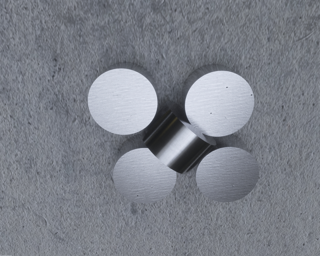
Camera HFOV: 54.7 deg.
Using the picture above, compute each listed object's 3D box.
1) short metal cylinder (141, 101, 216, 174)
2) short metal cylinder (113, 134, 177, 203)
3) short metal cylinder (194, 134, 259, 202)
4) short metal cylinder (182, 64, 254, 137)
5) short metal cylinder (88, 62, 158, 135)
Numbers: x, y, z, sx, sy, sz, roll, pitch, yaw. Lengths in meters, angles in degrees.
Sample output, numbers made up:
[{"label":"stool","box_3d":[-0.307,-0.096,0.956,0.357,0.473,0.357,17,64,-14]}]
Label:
[{"label":"short metal cylinder","box_3d":[0.023,0.011,0.386,0.080,0.080,0.050,38,106,-13]},{"label":"short metal cylinder","box_3d":[-0.019,0.053,0.416,0.081,0.050,0.079,0,110,-1]},{"label":"short metal cylinder","box_3d":[0.086,0.052,0.417,0.081,0.050,0.079,0,110,-1]},{"label":"short metal cylinder","box_3d":[0.069,-0.035,0.384,0.081,0.050,0.079,0,110,-1]},{"label":"short metal cylinder","box_3d":[-0.043,-0.038,0.382,0.081,0.050,0.079,0,110,-1]}]
